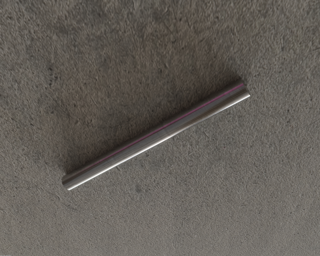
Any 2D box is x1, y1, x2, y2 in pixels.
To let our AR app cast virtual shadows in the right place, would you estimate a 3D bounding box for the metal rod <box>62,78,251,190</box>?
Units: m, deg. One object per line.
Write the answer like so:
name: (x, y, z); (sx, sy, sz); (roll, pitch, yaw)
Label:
metal rod: (-0.020, 0.018, 0.424); (0.300, 0.025, 0.025); (-28, 125, 22)
